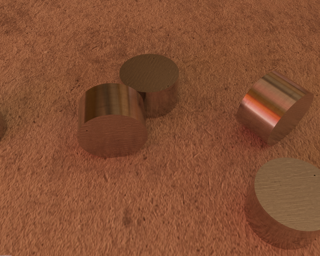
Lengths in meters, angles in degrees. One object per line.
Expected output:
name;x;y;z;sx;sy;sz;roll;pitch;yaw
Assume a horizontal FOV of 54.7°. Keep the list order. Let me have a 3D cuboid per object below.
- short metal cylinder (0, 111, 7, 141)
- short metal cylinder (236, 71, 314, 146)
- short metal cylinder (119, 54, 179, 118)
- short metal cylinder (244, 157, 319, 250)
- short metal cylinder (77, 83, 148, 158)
short metal cylinder;-0.246;-0.009;0.393;0.080;0.050;0.080;0;50;0
short metal cylinder;0.143;-0.024;0.389;0.081;0.080;0.050;-31;57;-23
short metal cylinder;-0.014;-0.060;0.437;0.080;0.050;0.080;0;50;0
short metal cylinder;0.133;0.078;0.322;0.080;0.050;0.080;0;50;0
short metal cylinder;-0.057;-0.008;0.373;0.081;0.080;0.050;-5;50;-5
